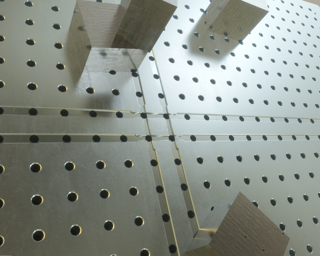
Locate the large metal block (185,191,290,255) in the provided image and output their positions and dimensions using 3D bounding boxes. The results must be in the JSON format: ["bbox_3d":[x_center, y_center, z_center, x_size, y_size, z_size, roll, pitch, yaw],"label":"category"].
[{"bbox_3d":[0.090,0.135,0.358,0.080,0.050,0.080,44,51,2],"label":"large metal block"}]

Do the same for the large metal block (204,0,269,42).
[{"bbox_3d":[0.141,-0.217,0.580,0.081,0.080,0.050,11,57,-23],"label":"large metal block"}]

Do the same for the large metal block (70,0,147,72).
[{"bbox_3d":[-0.072,-0.125,0.429,0.081,0.050,0.080,-7,65,-31],"label":"large metal block"}]

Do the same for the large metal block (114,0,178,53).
[{"bbox_3d":[-0.018,-0.159,0.396,0.050,0.080,0.080,16,55,-20],"label":"large metal block"}]
